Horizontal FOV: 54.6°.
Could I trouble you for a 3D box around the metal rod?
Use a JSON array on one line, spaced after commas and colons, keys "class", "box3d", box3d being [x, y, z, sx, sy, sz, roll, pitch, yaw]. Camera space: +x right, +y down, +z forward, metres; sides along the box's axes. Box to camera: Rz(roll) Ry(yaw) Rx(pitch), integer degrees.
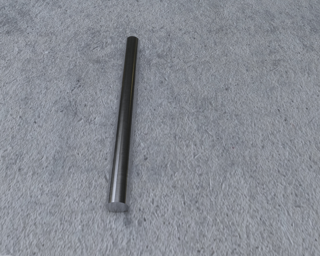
[{"class": "metal rod", "box3d": [-0.046, -0.030, 0.428, 0.025, 0.025, 0.300, 0, 50, 0]}]
